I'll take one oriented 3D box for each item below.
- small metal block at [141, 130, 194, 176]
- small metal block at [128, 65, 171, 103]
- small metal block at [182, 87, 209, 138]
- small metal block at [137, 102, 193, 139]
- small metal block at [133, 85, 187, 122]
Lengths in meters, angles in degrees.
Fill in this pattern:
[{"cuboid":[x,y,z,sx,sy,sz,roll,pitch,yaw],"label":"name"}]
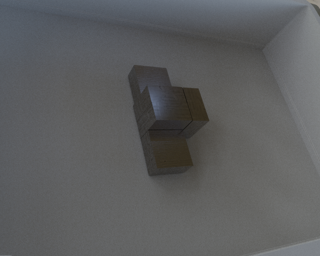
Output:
[{"cuboid":[0.008,0.030,0.389,0.050,0.025,0.050,0,62,-28],"label":"small metal block"},{"cuboid":[-0.013,-0.058,0.432,0.050,0.025,0.050,0,62,-28],"label":"small metal block"},{"cuboid":[0.036,-0.019,0.418,0.025,0.050,0.050,0,62,-28],"label":"small metal block"},{"cuboid":[0.005,-0.009,0.395,0.050,0.050,0.025,0,62,-28],"label":"small metal block"},{"cuboid":[-0.001,-0.031,0.405,0.050,0.050,0.025,0,62,-28],"label":"small metal block"}]
